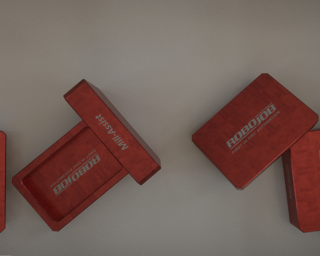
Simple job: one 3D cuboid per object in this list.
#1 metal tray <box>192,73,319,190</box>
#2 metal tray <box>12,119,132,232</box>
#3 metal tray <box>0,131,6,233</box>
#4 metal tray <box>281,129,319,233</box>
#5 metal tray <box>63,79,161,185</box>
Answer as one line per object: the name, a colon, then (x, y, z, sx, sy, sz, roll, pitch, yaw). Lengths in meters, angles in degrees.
metal tray: (0.118, 0.004, 0.394, 0.130, 0.030, 0.090, -42, 68, -1)
metal tray: (-0.112, 0.059, 0.407, 0.130, 0.030, 0.090, -40, 91, -1)
metal tray: (-0.244, 0.068, 0.387, 0.091, 0.030, 0.129, 0, 90, -26)
metal tray: (0.216, 0.066, 0.412, 0.091, 0.030, 0.129, -7, 90, -1)
metal tray: (-0.052, 0.004, 0.378, 0.030, 0.090, 0.130, -41, 91, 0)
